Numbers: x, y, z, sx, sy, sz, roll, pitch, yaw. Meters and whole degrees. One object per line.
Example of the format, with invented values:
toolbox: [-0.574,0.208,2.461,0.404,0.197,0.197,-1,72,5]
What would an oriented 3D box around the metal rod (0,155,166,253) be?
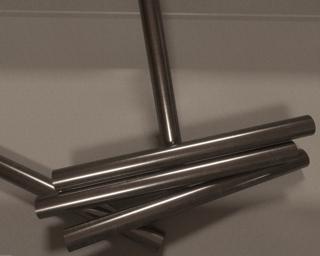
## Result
metal rod: [-0.135,0.075,0.380,0.301,0.025,0.025,23,72,7]

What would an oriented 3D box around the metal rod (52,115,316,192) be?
metal rod: [0.030,0.028,0.358,0.302,0.025,0.025,-12,71,-3]

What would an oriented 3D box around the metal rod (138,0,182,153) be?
metal rod: [-0.001,-0.077,0.374,0.025,0.025,0.298,-10,95,-4]

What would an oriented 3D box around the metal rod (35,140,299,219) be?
metal rod: [0.012,0.058,0.359,0.302,0.025,0.025,-12,71,-4]

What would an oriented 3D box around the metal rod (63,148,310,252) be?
metal rod: [0.042,0.079,0.364,0.302,0.025,0.025,-16,71,-13]
